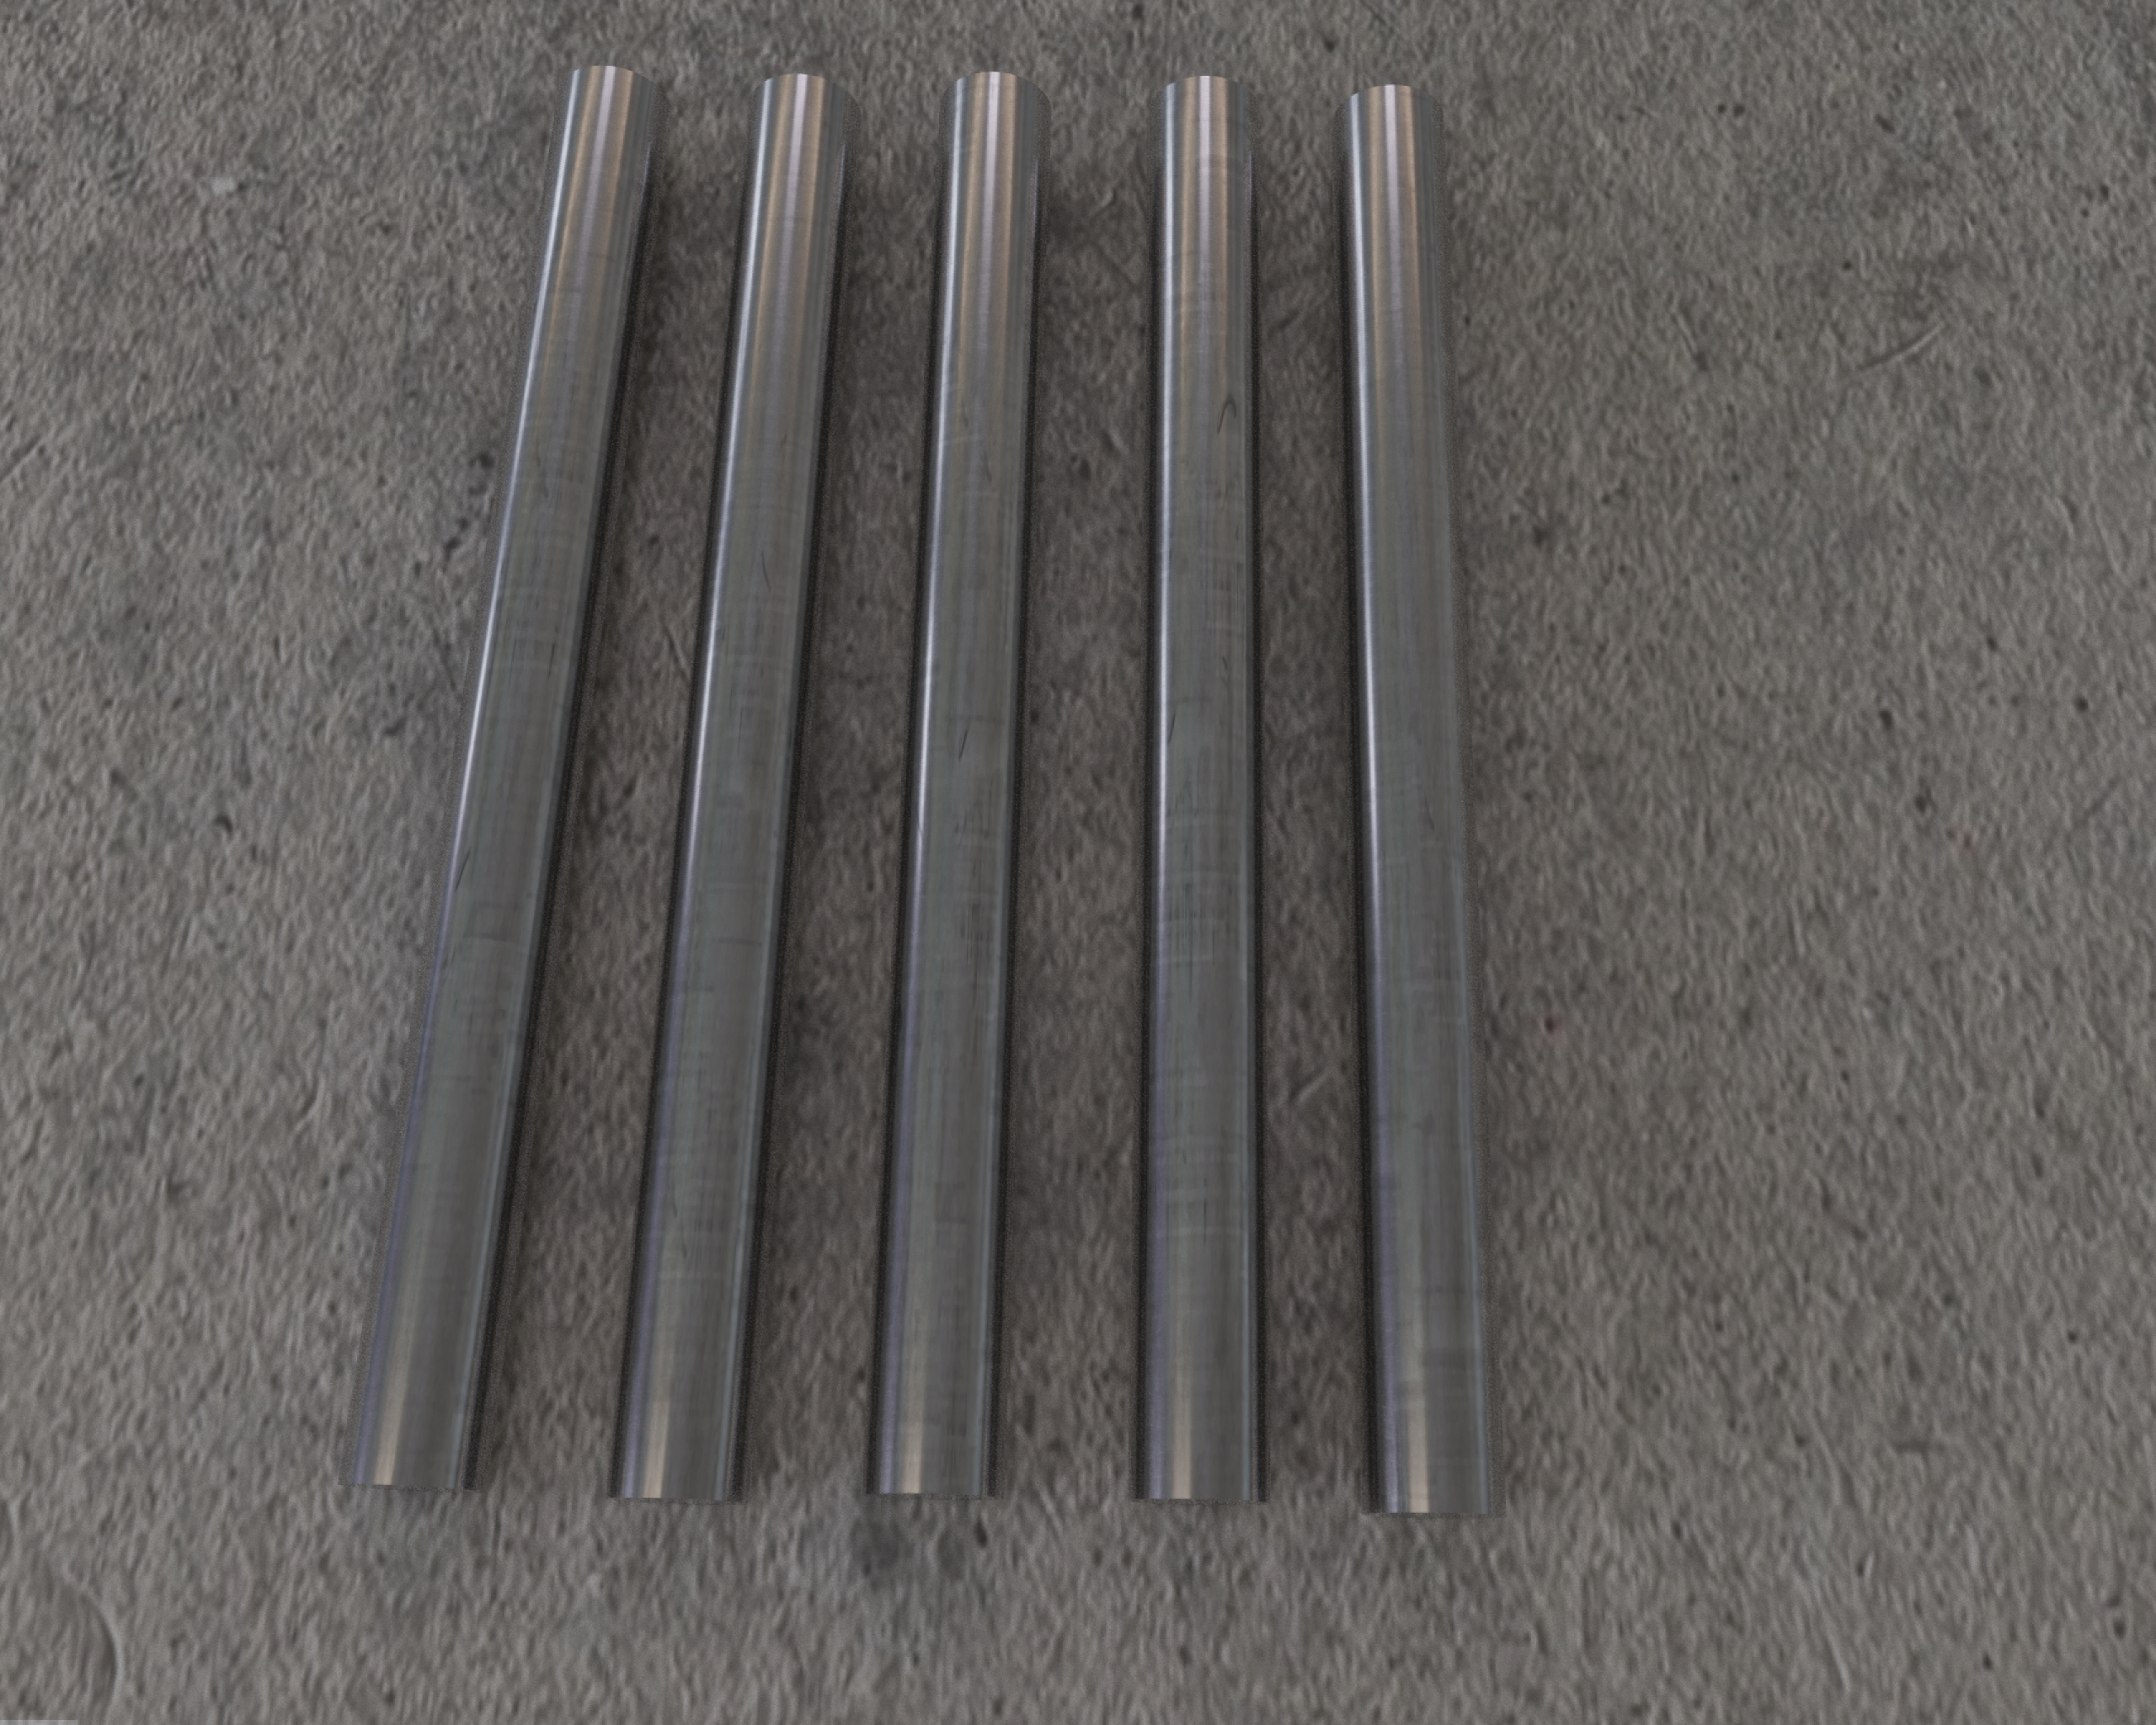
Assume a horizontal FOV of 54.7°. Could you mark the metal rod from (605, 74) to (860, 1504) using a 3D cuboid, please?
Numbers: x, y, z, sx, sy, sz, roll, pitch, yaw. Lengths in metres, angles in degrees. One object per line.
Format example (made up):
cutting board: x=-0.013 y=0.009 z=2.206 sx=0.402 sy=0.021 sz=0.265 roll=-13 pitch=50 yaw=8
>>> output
metal rod: x=-0.066 y=-0.028 z=0.417 sx=0.025 sy=0.025 sz=0.299 roll=2 pitch=70 yaw=0

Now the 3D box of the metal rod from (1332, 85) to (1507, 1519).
metal rod: x=0.066 y=-0.026 z=0.417 sx=0.025 sy=0.025 sz=0.299 roll=1 pitch=70 yaw=0

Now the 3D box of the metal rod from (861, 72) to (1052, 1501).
metal rod: x=-0.022 y=-0.029 z=0.418 sx=0.025 sy=0.025 sz=0.299 roll=1 pitch=70 yaw=0

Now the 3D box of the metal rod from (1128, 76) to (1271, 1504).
metal rod: x=0.025 y=-0.028 z=0.418 sx=0.025 sy=0.025 sz=0.299 roll=1 pitch=70 yaw=0

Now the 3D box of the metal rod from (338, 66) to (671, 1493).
metal rod: x=-0.110 y=-0.030 z=0.418 sx=0.025 sy=0.025 sz=0.299 roll=2 pitch=70 yaw=1
